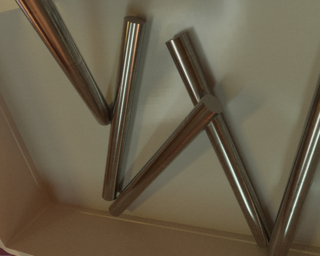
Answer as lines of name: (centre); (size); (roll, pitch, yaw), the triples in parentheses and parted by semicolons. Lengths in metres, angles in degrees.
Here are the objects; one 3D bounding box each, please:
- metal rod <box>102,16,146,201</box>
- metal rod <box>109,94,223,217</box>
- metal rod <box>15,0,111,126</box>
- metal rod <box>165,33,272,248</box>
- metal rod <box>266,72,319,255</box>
metal rod: (-0.056, -0.004, 0.434); (0.025, 0.025, 0.298); (24, 127, 13)
metal rod: (-0.010, 0.058, 0.429); (0.025, 0.025, 0.298); (39, 135, 1)
metal rod: (-0.090, -0.071, 0.304); (0.025, 0.025, 0.299); (24, 162, 13)
metal rod: (0.081, 0.029, 0.382); (0.025, 0.025, 0.299); (-15, 111, 34)
metal rod: (0.158, 0.036, 0.335); (0.025, 0.025, 0.298); (14, 121, 20)
